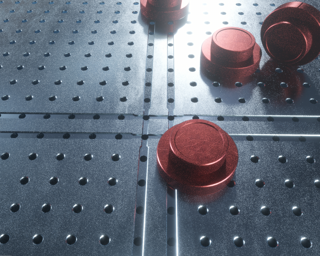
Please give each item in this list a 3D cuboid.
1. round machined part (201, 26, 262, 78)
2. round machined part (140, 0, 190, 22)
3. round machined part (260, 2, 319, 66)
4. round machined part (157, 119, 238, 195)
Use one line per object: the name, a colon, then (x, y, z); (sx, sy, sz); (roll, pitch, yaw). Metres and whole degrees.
round machined part: (0.117, -0.129, 0.506); (0.099, 0.042, 0.098); (0, 50, 0)
round machined part: (0.010, -0.255, 0.611); (0.099, 0.042, 0.098); (0, 50, 0)
round machined part: (0.200, -0.138, 0.477); (0.098, 0.098, 0.042); (32, 57, 24)
round machined part: (0.045, 0.027, 0.374); (0.099, 0.042, 0.098); (0, 50, 0)
